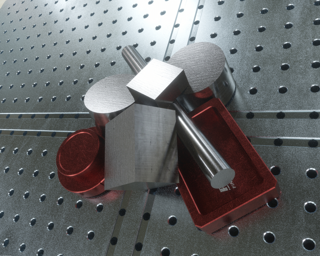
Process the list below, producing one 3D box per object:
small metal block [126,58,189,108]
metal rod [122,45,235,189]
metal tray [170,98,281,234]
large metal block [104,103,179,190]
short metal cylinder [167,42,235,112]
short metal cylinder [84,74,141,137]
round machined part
[{"bbox_3d":[-0.003,-0.051,0.368,0.050,0.025,0.050,30,70,38],"label":"small metal block"},{"bbox_3d":[0.004,-0.038,0.393,0.025,0.025,0.300,-37,42,4],"label":"metal rod"},{"bbox_3d":[0.058,0.037,0.347,0.090,0.030,0.130,-31,52,7],"label":"metal tray"},{"bbox_3d":[-0.024,0.026,0.350,0.080,0.050,0.080,-27,60,55],"label":"large metal block"},{"bbox_3d":[0.051,-0.063,0.400,0.080,0.050,0.080,-13,56,21],"label":"short metal cylinder"},{"bbox_3d":[-0.055,-0.029,0.420,0.080,0.050,0.080,-8,44,9],"label":"short metal cylinder"},{"bbox_3d":[-0.100,0.040,0.420,0.098,0.042,0.098,-13,56,21],"label":"round machined part"}]
